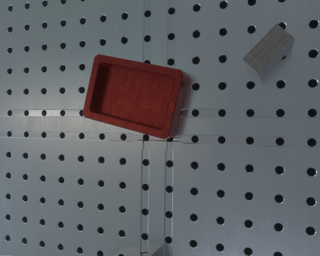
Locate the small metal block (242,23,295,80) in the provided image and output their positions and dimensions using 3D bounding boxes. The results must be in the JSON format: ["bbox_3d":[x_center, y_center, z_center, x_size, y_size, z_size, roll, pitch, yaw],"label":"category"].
[{"bbox_3d":[0.124,-0.085,0.355,0.025,0.050,0.050,47,104,14],"label":"small metal block"}]

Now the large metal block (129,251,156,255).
[{"bbox_3d":[-0.041,0.220,0.414,0.080,0.050,0.080,-17,84,19],"label":"large metal block"}]

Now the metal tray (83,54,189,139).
[{"bbox_3d":[-0.035,-0.044,0.422,0.130,0.030,0.089,15,95,19],"label":"metal tray"}]
